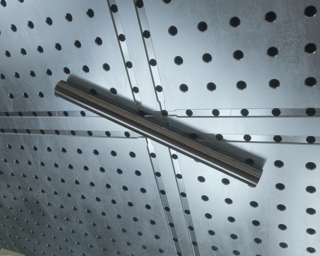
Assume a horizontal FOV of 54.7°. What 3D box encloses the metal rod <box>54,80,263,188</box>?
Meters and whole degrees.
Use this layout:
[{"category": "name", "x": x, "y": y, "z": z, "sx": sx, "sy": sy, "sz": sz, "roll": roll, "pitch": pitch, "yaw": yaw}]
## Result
[{"category": "metal rod", "x": -0.011, "y": 0.002, "z": 0.417, "sx": 0.301, "sy": 0.025, "sz": 0.025, "roll": 24, "pitch": 127, "yaw": 12}]
